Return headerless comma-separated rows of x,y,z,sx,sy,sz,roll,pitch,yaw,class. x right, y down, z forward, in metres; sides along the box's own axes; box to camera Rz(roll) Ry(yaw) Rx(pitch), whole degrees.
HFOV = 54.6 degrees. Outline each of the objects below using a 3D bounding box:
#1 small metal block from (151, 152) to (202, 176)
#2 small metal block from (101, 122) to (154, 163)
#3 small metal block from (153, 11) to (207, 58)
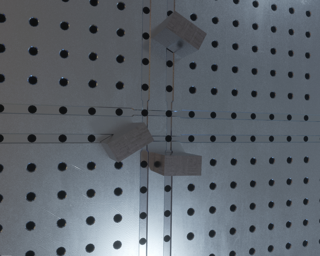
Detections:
0.021,0.047,0.407,0.050,0.050,0.025,3,89,-20,small metal block
-0.042,0.016,0.384,0.050,0.050,0.025,-31,101,-17,small metal block
0.025,-0.121,0.408,0.050,0.050,0.025,30,81,-18,small metal block
